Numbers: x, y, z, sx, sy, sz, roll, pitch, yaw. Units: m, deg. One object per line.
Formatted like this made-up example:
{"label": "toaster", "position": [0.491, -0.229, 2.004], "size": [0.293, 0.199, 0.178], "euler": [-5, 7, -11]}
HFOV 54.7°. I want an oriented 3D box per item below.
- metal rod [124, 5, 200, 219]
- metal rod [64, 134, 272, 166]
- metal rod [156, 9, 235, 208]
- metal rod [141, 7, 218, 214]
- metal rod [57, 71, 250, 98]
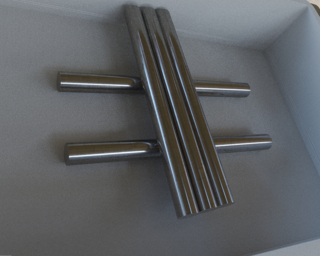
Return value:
{"label": "metal rod", "position": [-0.005, -0.038, 0.391], "size": [0.025, 0.025, 0.299], "euler": [-1, 62, -29]}
{"label": "metal rod", "position": [0.032, 0.025, 0.406], "size": [0.303, 0.025, 0.025], "euler": [-1, 63, -29]}
{"label": "metal rod", "position": [0.038, -0.042, 0.417], "size": [0.025, 0.025, 0.299], "euler": [-1, 62, -29]}
{"label": "metal rod", "position": [0.017, -0.040, 0.404], "size": [0.025, 0.025, 0.299], "euler": [-1, 62, -29]}
{"label": "metal rod", "position": [0.010, -0.060, 0.446], "size": [0.303, 0.025, 0.025], "euler": [-2, 63, -29]}
